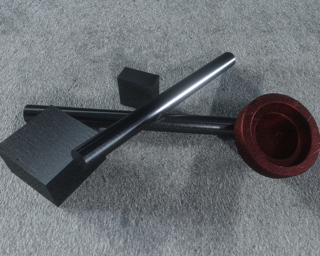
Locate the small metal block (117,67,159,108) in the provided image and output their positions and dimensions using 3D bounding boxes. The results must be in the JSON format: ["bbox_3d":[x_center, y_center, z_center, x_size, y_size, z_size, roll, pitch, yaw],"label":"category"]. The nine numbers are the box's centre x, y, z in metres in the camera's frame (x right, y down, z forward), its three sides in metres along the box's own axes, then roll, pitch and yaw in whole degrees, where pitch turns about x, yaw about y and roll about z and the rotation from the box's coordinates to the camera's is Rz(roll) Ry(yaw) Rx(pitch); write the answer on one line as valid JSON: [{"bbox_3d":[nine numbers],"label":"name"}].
[{"bbox_3d":[-0.029,-0.052,0.431,0.050,0.050,0.025,17,52,13],"label":"small metal block"}]

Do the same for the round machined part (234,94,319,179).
[{"bbox_3d":[0.133,0.012,0.368,0.099,0.042,0.098,3,73,-11],"label":"round machined part"}]

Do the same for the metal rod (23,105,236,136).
[{"bbox_3d":[-0.027,-0.010,0.410,0.302,0.025,0.025,4,50,2],"label":"metal rod"}]

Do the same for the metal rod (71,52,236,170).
[{"bbox_3d":[0.014,-0.039,0.407,0.025,0.025,0.302,33,48,24],"label":"metal rod"}]

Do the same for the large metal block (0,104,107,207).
[{"bbox_3d":[-0.123,0.030,0.360,0.080,0.050,0.080,29,55,21],"label":"large metal block"}]
